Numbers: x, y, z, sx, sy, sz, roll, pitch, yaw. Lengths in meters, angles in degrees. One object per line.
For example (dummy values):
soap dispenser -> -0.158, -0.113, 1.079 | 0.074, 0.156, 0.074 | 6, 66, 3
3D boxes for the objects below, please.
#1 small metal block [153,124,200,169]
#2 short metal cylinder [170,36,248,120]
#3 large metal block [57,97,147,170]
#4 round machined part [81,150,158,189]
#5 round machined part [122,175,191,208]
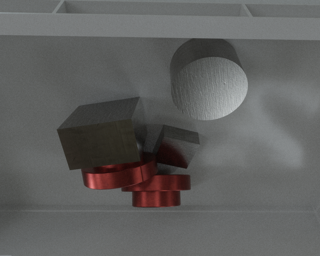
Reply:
small metal block -> 0.022, 0.027, 0.432 | 0.050, 0.025, 0.050 | 13, 129, -12
short metal cylinder -> 0.052, -0.055, 0.347 | 0.081, 0.050, 0.079 | 0, 130, 0
large metal block -> -0.063, 0.004, 0.368 | 0.080, 0.080, 0.050 | -8, 112, 6
round machined part -> -0.054, 0.044, 0.408 | 0.099, 0.098, 0.042 | -7, 98, 6
round machined part -> -0.005, 0.090, 0.441 | 0.099, 0.042, 0.098 | -1, 170, 0
